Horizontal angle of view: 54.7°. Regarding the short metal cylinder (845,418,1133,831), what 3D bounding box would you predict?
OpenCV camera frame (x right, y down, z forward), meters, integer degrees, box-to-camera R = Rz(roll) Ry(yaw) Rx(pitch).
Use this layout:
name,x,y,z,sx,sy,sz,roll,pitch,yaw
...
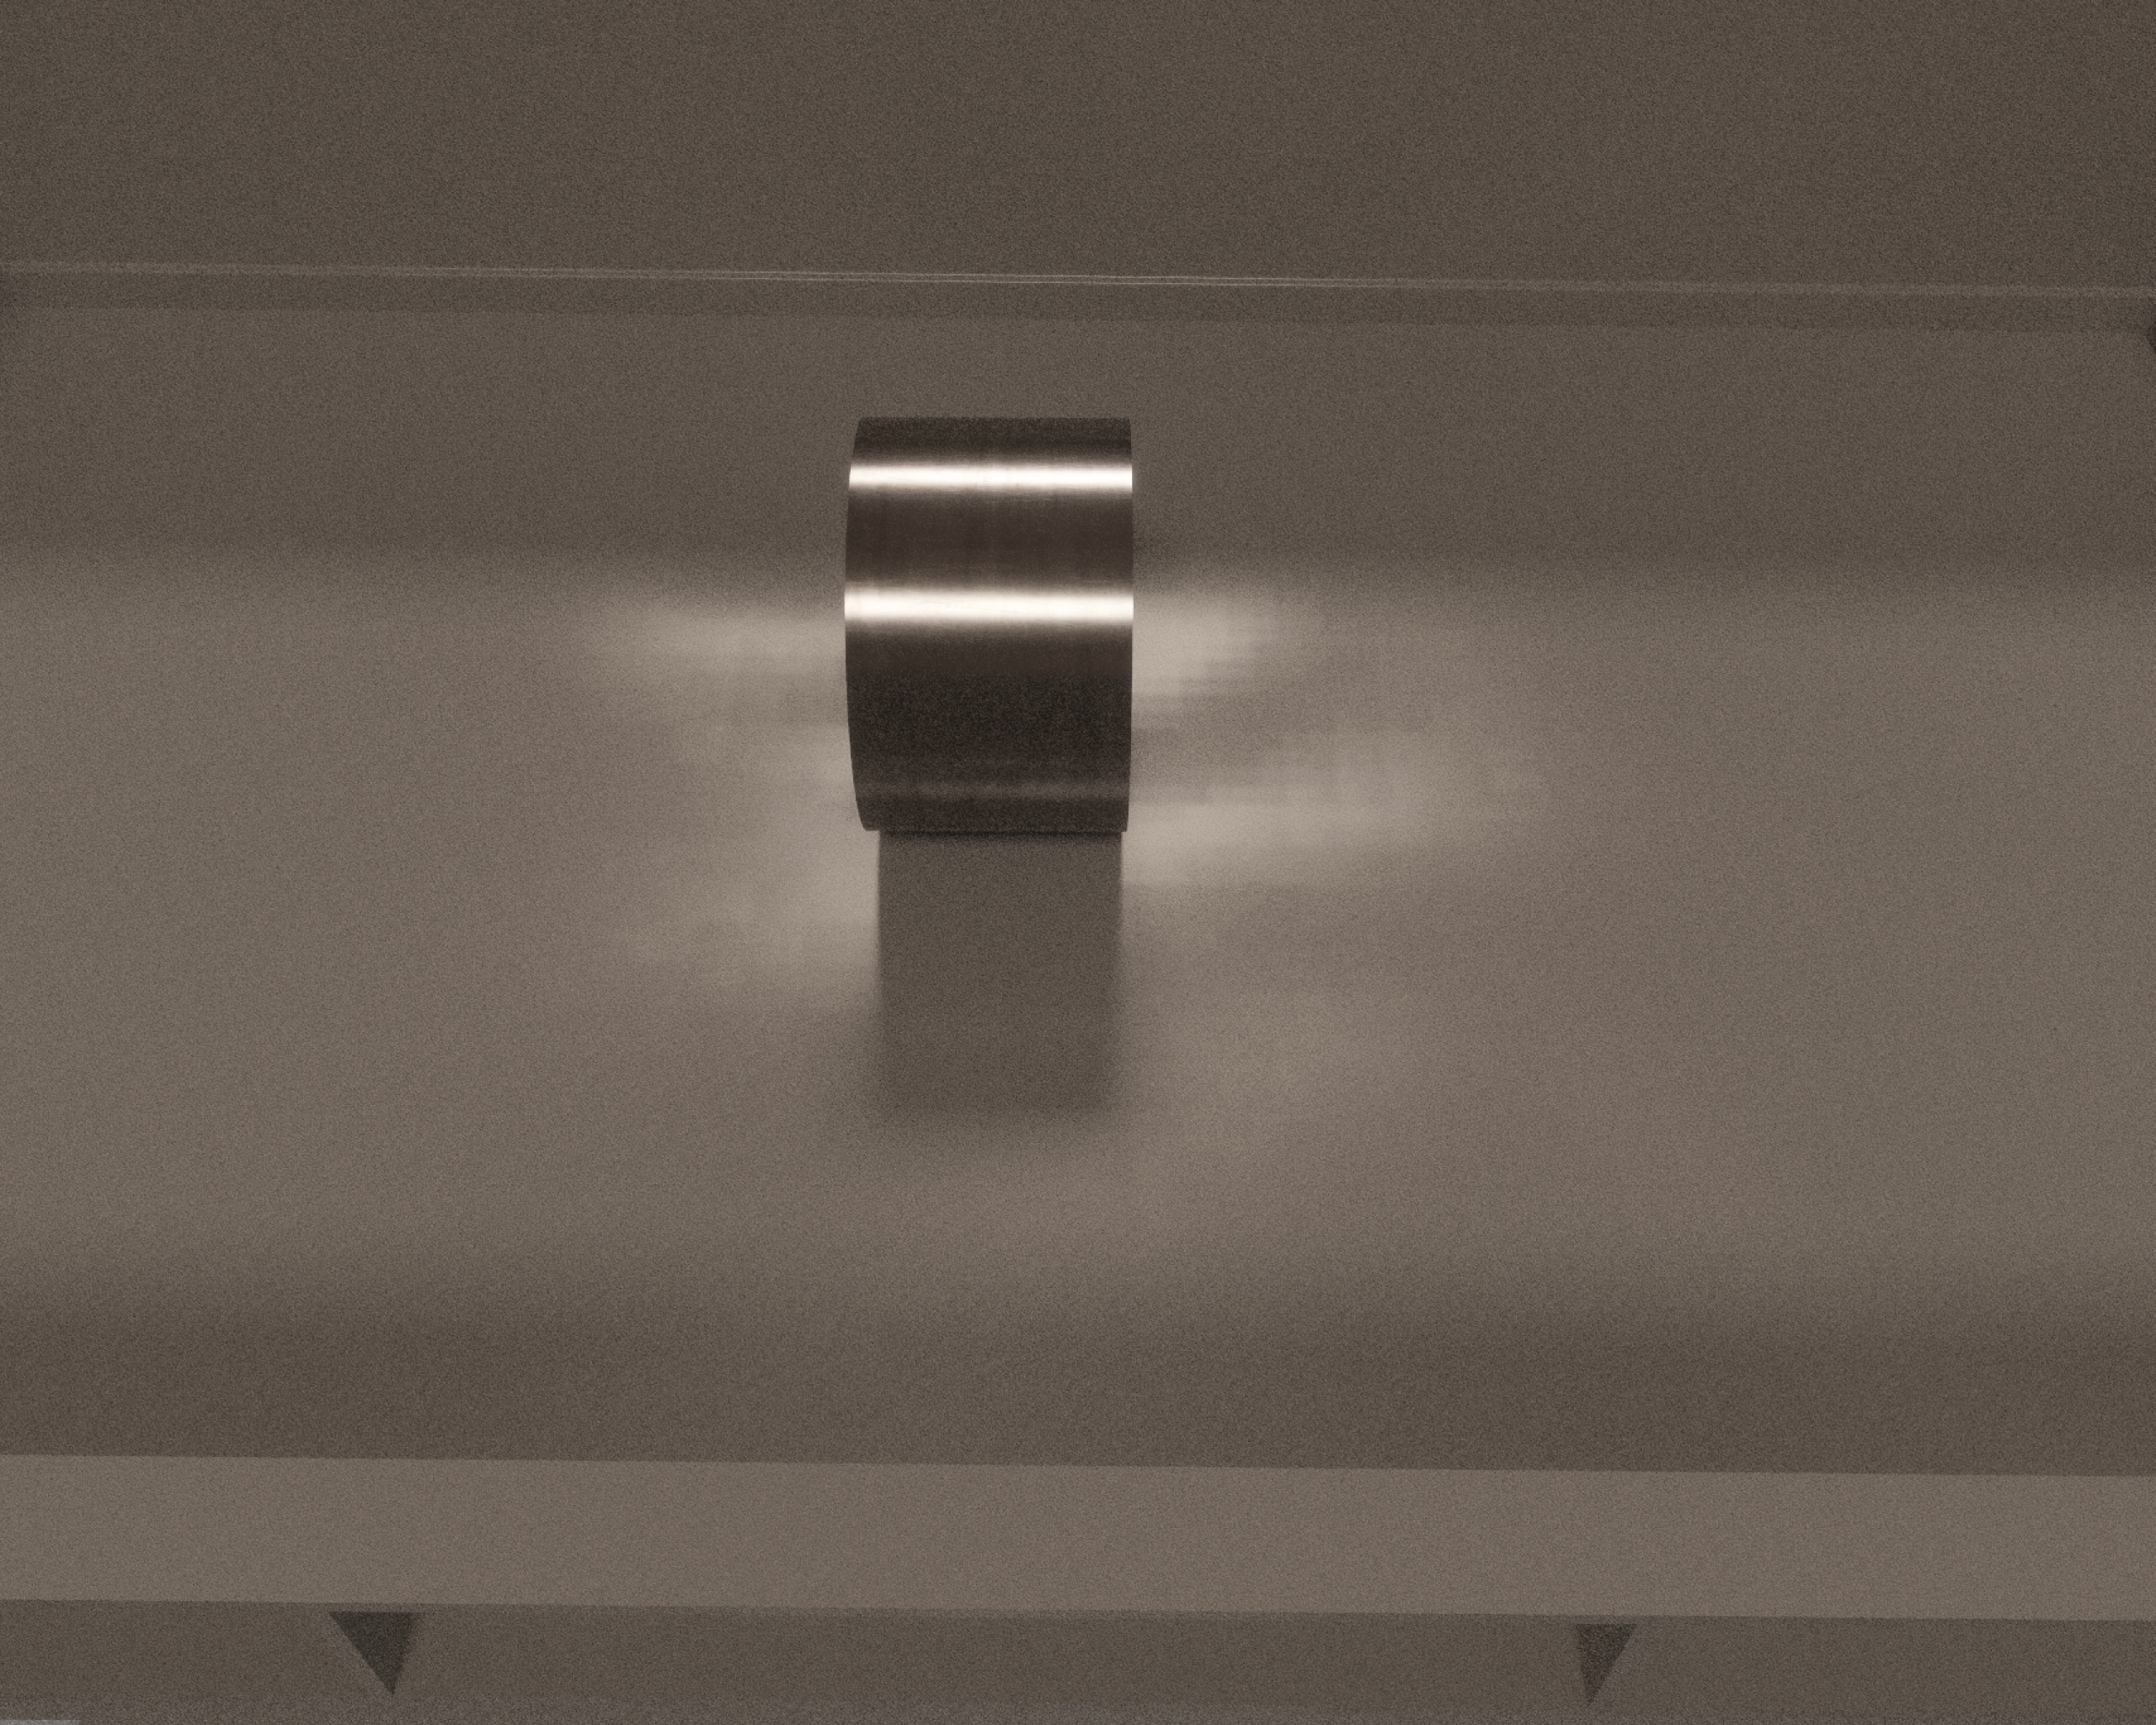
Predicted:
name,x,y,z,sx,sy,sz,roll,pitch,yaw
short metal cylinder,-0.016,-0.046,0.405,0.050,0.080,0.080,0,50,0
